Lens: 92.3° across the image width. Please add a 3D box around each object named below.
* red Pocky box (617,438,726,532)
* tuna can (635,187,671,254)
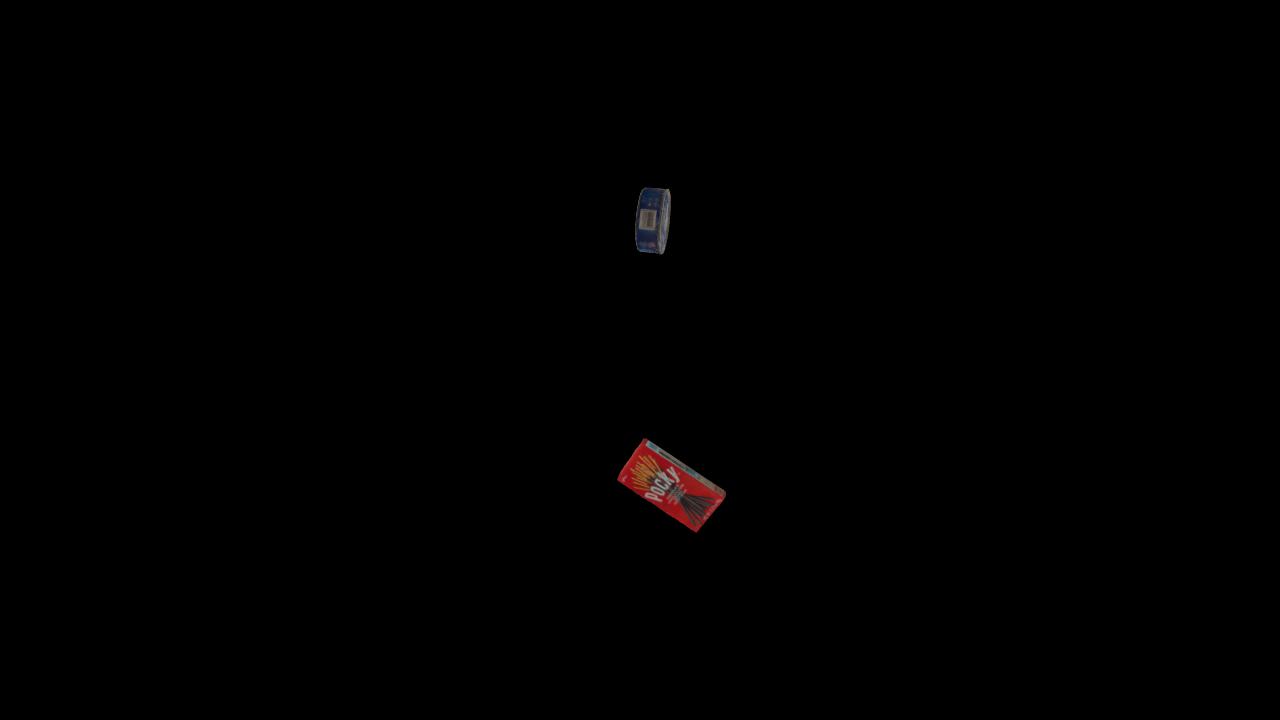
[{"bbox_3d":[0.048,0.198,0.966,0.155,0.083,0.028,33,24,1],"label":"red Pocky box"},{"bbox_3d":[0.017,-0.181,0.800,0.034,0.084,0.084,7,1,8],"label":"tuna can"}]
